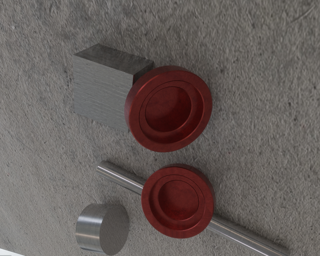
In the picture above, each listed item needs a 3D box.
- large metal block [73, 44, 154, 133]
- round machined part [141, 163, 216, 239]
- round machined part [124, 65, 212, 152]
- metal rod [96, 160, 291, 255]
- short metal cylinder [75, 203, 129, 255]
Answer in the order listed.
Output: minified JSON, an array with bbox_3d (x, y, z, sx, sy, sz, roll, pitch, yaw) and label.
[{"bbox_3d":[-0.060,-0.051,0.390,0.080,0.050,0.079,21,126,16],"label":"large metal block"},{"bbox_3d":[0.027,0.096,0.426,0.098,0.042,0.097,2,96,17],"label":"round machined part"},{"bbox_3d":[0.007,-0.024,0.355,0.099,0.042,0.097,-10,119,-18],"label":"round machined part"},{"bbox_3d":[0.040,0.121,0.460,0.301,0.025,0.025,24,127,13],"label":"metal rod"},{"bbox_3d":[-0.096,0.171,0.528,0.050,0.080,0.080,-3,117,29],"label":"short metal cylinder"}]
